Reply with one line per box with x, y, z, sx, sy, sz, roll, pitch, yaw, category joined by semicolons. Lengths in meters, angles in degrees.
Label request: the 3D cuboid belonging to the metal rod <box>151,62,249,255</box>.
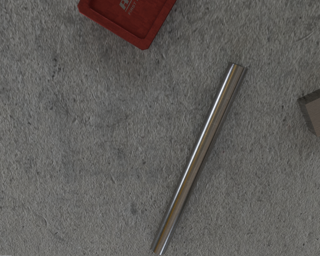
0.047;0.054;0.430;0.025;0.025;0.298;18;109;-7;metal rod

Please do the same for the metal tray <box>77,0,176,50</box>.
-0.021;-0.166;0.345;0.090;0.030;0.129;30;107;-11;metal tray

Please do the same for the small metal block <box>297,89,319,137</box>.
0.216;-0.024;0.404;0.050;0.025;0.050;-26;108;9;small metal block
